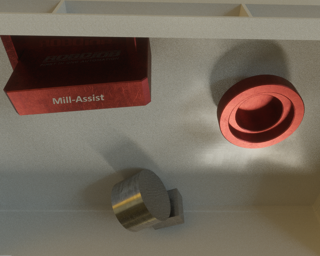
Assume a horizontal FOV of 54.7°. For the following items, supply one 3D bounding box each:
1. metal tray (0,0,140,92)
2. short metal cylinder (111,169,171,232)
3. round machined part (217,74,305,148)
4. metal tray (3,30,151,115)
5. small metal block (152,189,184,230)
[{"bbox_3d":[-0.087,-0.083,0.318,0.131,0.030,0.089,-2,127,3],"label":"metal tray"},{"bbox_3d":[-0.027,0.109,0.465,0.050,0.080,0.080,-29,125,22],"label":"short metal cylinder"},{"bbox_3d":[0.119,-0.024,0.380,0.099,0.042,0.097,-1,130,0],"label":"round machined part"},{"bbox_3d":[-0.075,-0.058,0.313,0.131,0.090,0.030,-4,135,3],"label":"metal tray"},{"bbox_3d":[0.010,0.132,0.505,0.050,0.050,0.025,-17,131,13],"label":"small metal block"}]
